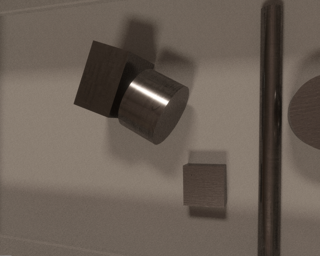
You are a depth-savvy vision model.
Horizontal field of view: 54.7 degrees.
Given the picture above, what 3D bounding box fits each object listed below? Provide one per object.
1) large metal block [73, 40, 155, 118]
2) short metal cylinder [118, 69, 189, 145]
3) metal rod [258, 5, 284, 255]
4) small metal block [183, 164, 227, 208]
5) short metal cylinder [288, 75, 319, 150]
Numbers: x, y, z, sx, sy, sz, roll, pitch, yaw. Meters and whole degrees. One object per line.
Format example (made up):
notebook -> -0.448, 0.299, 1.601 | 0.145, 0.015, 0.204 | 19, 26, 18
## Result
large metal block -> -0.056, -0.058, 0.400 | 0.050, 0.080, 0.080 | 21, 97, 18
short metal cylinder -> -0.007, -0.026, 0.383 | 0.050, 0.080, 0.080 | 30, 100, 17
metal rod -> 0.130, 0.009, 0.364 | 0.025, 0.025, 0.298 | 1, 90, 19
small metal block -> 0.057, 0.071, 0.390 | 0.050, 0.025, 0.050 | -1, 90, 19
short metal cylinder -> 0.182, -0.016, 0.333 | 0.080, 0.050, 0.079 | 0, 90, 19
